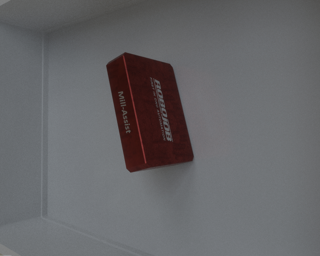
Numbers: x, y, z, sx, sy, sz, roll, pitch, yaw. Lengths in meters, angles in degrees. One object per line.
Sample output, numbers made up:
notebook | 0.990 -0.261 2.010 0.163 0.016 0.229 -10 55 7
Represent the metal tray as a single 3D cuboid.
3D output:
metal tray | -0.010 -0.018 0.370 0.030 0.091 0.129 -20 78 37
